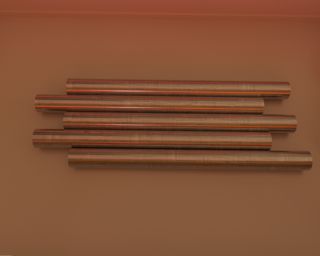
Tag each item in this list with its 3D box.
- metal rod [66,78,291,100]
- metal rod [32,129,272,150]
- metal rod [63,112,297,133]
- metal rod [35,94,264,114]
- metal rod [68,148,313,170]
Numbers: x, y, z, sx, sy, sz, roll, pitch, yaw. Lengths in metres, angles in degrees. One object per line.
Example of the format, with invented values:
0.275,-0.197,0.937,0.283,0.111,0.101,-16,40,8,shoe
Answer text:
0.025,-0.054,0.428,0.302,0.025,0.025,1,70,0,metal rod
-0.009,0.015,0.402,0.302,0.025,0.025,1,70,0,metal rod
0.026,-0.007,0.411,0.302,0.025,0.025,1,70,0,metal rod
-0.013,-0.031,0.419,0.302,0.025,0.025,1,70,0,metal rod
0.038,0.040,0.394,0.302,0.025,0.025,1,70,0,metal rod
